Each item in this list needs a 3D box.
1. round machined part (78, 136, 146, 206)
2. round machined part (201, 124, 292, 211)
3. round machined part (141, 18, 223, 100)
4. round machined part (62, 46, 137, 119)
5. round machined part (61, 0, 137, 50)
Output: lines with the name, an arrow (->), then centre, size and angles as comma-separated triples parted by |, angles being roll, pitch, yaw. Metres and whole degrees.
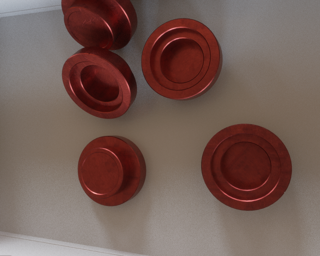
round machined part -> -0.072, 0.059, 0.427 | 0.098, 0.042, 0.097 | 0, 90, 20
round machined part -> 0.102, 0.044, 0.365 | 0.098, 0.042, 0.097 | 0, 90, 20
round machined part -> 0.030, -0.083, 0.391 | 0.098, 0.042, 0.097 | 0, 90, 20
round machined part -> -0.075, -0.063, 0.411 | 0.098, 0.042, 0.097 | 13, 132, 15
round machined part -> -0.083, -0.138, 0.399 | 0.098, 0.098, 0.042 | 11, 58, 19
